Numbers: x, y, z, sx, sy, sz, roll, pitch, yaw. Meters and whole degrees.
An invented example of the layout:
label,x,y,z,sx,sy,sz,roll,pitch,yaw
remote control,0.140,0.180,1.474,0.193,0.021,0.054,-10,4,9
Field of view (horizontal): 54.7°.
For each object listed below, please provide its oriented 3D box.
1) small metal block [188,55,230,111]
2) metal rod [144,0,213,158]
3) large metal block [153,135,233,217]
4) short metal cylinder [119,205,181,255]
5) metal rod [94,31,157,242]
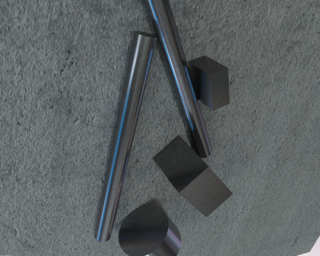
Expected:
label,x,y,z,sx,sy,sz,roll,pitch,yaw
small metal block,0.062,-0.057,0.391,0.025,0.050,0.050,-23,127,-15
metal rod,0.022,-0.072,0.375,0.025,0.025,0.299,-30,129,-9
large metal block,0.046,0.068,0.440,0.050,0.080,0.080,-42,130,1
short metal cylinder,-0.015,0.164,0.467,0.080,0.080,0.050,-35,129,-5
metal rod,-0.050,0.029,0.398,0.025,0.025,0.298,0,118,-29
